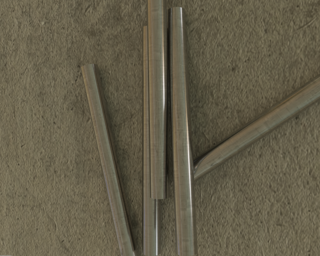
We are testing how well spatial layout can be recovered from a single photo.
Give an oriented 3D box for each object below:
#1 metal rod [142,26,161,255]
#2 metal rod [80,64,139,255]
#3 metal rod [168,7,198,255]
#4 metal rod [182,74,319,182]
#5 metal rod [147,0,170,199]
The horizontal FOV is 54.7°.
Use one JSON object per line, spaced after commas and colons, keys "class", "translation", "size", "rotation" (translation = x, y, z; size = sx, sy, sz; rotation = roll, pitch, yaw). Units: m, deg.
{"class": "metal rod", "translation": [-0.011, 0.016, 0.412], "size": [0.025, 0.025, 0.298], "rotation": [0, 90, 20]}
{"class": "metal rod", "translation": [-0.068, 0.057, 0.432], "size": [0.025, 0.025, 0.298], "rotation": [-14, 85, 19]}
{"class": "metal rod", "translation": [0.026, -0.003, 0.380], "size": [0.025, 0.025, 0.298], "rotation": [-5, 81, 20]}
{"class": "metal rod", "translation": [0.147, -0.022, 0.356], "size": [0.300, 0.025, 0.025], "rotation": [-37, 79, 16]}
{"class": "metal rod", "translation": [-0.003, -0.063, 0.388], "size": [0.025, 0.025, 0.298], "rotation": [-1, 90, 20]}
